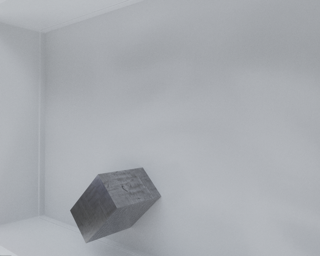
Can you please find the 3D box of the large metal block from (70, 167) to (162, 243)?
[{"bbox_3d":[-0.059,0.102,0.418,0.080,0.081,0.050,-51,61,28],"label":"large metal block"}]
